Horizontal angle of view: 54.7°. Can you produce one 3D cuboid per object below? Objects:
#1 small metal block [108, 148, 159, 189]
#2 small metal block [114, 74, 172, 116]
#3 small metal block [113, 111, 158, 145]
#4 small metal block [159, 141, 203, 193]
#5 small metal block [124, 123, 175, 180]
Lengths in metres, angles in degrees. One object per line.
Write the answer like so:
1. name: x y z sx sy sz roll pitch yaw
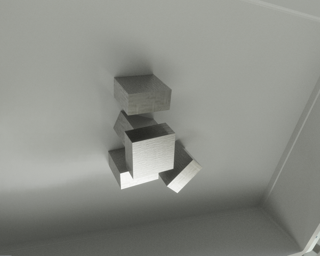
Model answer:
1. small metal block: -0.035 0.048 0.403 0.050 0.050 0.025 -12 124 -22
2. small metal block: -0.021 -0.040 0.356 0.050 0.050 0.025 -9 123 -24
3. small metal block: -0.023 0.006 0.383 0.050 0.050 0.025 13 112 -34
4. small metal block: 0.024 0.054 0.439 0.050 0.050 0.025 -46 129 4
5. small metal block: -0.012 0.026 0.353 0.050 0.025 0.050 -12 124 -22
